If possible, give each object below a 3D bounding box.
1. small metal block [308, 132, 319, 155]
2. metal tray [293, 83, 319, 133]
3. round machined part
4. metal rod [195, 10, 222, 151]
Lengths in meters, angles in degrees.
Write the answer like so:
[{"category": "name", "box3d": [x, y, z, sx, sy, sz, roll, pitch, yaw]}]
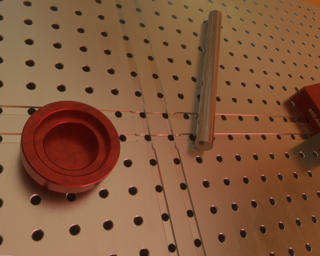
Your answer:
[{"category": "small metal block", "box3d": [0.299, 0.025, 0.538, 0.025, 0.050, 0.050, -19, 72, -35]}, {"category": "metal tray", "box3d": [0.325, -0.024, 0.595, 0.091, 0.030, 0.130, -14, 69, -34]}, {"category": "round machined part", "box3d": [-0.096, 0.023, 0.331, 0.099, 0.042, 0.098, 14, 56, -21]}, {"category": "metal rod", "box3d": [0.083, -0.096, 0.511, 0.025, 0.025, 0.300, 22, 53, -15]}]
